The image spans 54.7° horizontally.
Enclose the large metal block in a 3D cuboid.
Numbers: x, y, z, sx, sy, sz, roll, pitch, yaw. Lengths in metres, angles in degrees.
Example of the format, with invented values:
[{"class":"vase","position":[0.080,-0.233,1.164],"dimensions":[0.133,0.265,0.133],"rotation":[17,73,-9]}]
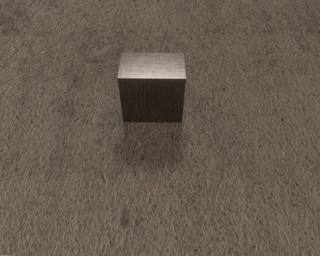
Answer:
[{"class":"large metal block","position":[-0.010,-0.052,0.411],"dimensions":[0.081,0.080,0.050],"rotation":[0,50,0]}]
